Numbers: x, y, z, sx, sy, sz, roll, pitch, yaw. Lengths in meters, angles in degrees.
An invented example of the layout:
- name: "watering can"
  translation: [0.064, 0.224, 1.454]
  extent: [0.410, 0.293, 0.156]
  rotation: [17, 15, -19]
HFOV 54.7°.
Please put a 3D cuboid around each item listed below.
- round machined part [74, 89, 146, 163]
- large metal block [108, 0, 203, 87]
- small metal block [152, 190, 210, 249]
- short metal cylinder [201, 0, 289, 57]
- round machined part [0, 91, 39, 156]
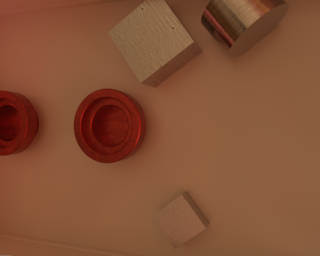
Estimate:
- name: "round machined part"
  translation: [-0.064, -0.003, 0.423]
  extent: [0.098, 0.042, 0.097]
  rotation: [0, 90, 19]
- name: "large metal block"
  translation: [-0.005, -0.110, 0.398]
  extent: [0.080, 0.050, 0.080]
  rotation: [-36, 79, 16]
- name: "small metal block"
  translation: [0.027, 0.118, 0.400]
  extent: [0.050, 0.025, 0.050]
  rotation: [-40, 78, 15]
- name: "short metal cylinder"
  translation: [0.094, -0.126, 0.348]
  extent: [0.080, 0.080, 0.050]
  rotation: [-39, 78, 15]
- name: "round machined part"
  translation: [-0.230, -0.007, 0.481]
  extent: [0.098, 0.042, 0.097]
  rotation: [0, 90, 19]
